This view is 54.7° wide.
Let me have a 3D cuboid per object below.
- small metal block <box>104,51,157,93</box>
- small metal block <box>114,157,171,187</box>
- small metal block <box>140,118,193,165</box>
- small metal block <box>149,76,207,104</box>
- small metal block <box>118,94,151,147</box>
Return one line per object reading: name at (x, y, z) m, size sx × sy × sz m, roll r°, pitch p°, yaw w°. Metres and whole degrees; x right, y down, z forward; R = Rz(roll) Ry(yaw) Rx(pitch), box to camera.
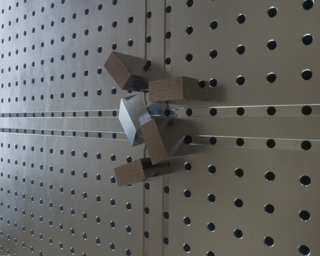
small metal block at (-0.040, -0.076, 0.424) m, size 0.050 × 0.050 × 0.025 m, roll 52°, pitch 120°, yaw 27°
small metal block at (-0.023, 0.057, 0.410) m, size 0.050 × 0.050 × 0.025 m, roll -24°, pitch 75°, yaw 37°
small metal block at (0.008, 0.016, 0.385) m, size 0.025 × 0.050 × 0.050 m, roll -31°, pitch 71°, yaw 35°
small metal block at (0.022, -0.044, 0.373) m, size 0.050 × 0.050 × 0.025 m, roll -2°, pitch 89°, yaw 39°
small metal block at (-0.033, -0.010, 0.419) m, size 0.050 × 0.025 × 0.050 m, roll 63°, pitch 157°, yaw 22°
